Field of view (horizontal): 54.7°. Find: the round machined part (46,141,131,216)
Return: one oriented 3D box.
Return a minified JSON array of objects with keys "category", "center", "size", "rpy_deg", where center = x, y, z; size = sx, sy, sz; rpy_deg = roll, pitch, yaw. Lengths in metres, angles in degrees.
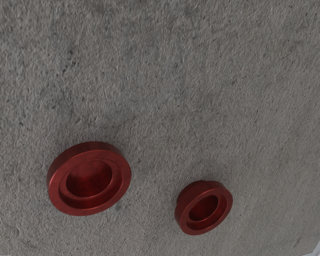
[{"category":"round machined part","center":[-0.089,0.057,0.383],"size":[0.099,0.042,0.097],"rpy_deg":[-14,124,-21]}]

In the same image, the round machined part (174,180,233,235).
[{"category":"round machined part","center":[0.067,0.125,0.510],"size":[0.099,0.042,0.097],"rpy_deg":[-14,124,-21]}]
